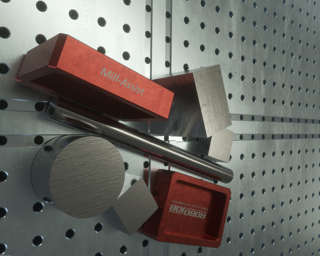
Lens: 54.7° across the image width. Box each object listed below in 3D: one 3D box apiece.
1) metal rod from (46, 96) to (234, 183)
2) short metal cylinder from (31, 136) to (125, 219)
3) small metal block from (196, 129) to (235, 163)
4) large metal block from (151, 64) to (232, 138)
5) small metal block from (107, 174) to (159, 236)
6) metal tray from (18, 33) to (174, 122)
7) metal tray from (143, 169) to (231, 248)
[{"bbox_3d":[-0.001,0.028,0.408,0.302,0.025,0.025,24,75,-37],"label":"metal rod"},{"bbox_3d":[-0.084,0.048,0.321,0.081,0.050,0.080,0,90,-40],"label":"short metal cylinder"},{"bbox_3d":[0.086,0.024,0.481,0.050,0.025,0.050,22,76,-38],"label":"small metal block"},{"bbox_3d":[0.040,-0.034,0.408,0.050,0.080,0.080,-24,105,-38],"label":"large metal block"},{"bbox_3d":[-0.036,0.093,0.380,0.050,0.025,0.050,-40,114,-33],"label":"small metal block"},{"bbox_3d":[-0.062,-0.042,0.313,0.131,0.090,0.030,23,76,-38],"label":"metal tray"},{"bbox_3d":[0.044,0.117,0.442,0.131,0.030,0.090,23,76,-38],"label":"metal tray"}]
